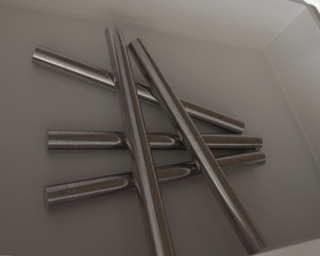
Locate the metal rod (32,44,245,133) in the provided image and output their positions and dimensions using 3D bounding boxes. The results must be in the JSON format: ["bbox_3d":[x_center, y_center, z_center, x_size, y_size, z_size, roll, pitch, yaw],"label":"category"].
[{"bbox_3d":[-0.016,-0.045,0.423,0.302,0.025,0.025,18,55,-18],"label":"metal rod"}]

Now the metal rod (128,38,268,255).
[{"bbox_3d":[0.038,0.011,0.387,0.025,0.025,0.299,-19,72,-36],"label":"metal rod"}]

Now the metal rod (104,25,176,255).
[{"bbox_3d":[-0.028,0.002,0.355,0.025,0.025,0.299,0,62,-29],"label":"metal rod"}]

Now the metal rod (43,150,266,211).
[{"bbox_3d":[0.017,0.057,0.380,0.303,0.025,0.025,-5,65,-31],"label":"metal rod"}]

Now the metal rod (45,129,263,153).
[{"bbox_3d":[0.013,0.018,0.401,0.303,0.025,0.025,2,61,-28],"label":"metal rod"}]
